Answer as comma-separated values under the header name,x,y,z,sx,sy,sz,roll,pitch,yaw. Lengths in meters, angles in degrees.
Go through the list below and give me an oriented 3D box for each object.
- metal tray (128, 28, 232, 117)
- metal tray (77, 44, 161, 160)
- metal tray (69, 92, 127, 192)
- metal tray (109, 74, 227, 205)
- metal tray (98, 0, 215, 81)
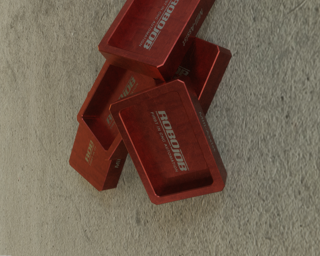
name,x,y,z,sx,sy,sz,roll,pitch,yaw
metal tray,0.014,-0.076,0.390,0.130,0.030,0.089,34,110,34
metal tray,-0.052,-0.033,0.405,0.090,0.030,0.129,49,118,28
metal tray,-0.088,0.018,0.472,0.090,0.030,0.129,31,109,35
metal tray,0.011,0.016,0.348,0.090,0.030,0.129,-18,103,22
metal tray,-0.001,-0.125,0.358,0.090,0.030,0.130,22,76,27
